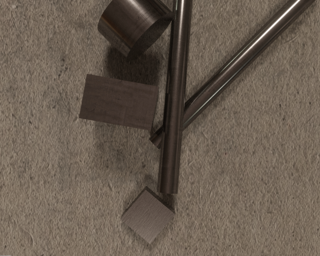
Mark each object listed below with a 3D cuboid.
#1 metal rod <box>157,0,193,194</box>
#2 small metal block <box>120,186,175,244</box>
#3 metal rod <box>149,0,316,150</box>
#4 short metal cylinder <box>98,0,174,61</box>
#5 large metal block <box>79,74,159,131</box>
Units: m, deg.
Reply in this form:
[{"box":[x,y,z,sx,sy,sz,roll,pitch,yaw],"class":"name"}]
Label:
[{"box":[0.022,-0.070,0.392,0.025,0.025,0.298,5,83,-1],"class":"metal rod"},{"box":[-0.016,0.114,0.410,0.050,0.025,0.050,40,90,-1],"class":"small metal block"},{"box":[0.101,-0.082,0.411,0.300,0.025,0.025,-45,91,-1],"class":"metal rod"},{"box":[-0.030,-0.129,0.382,0.080,0.080,0.050,-44,90,0],"class":"short metal cylinder"},{"box":[-0.046,-0.029,0.382,0.080,0.080,0.050,10,90,-1],"class":"large metal block"}]
